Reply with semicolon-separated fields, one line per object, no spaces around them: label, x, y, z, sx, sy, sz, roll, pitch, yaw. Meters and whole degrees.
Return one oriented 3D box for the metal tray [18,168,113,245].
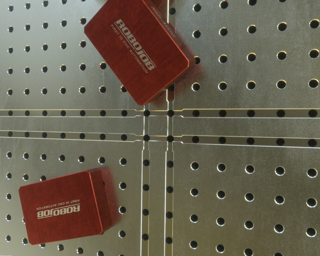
metal tray;-0.142;0.117;0.461;0.130;0.030;0.090;-15;85;19

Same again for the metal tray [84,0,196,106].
metal tray;-0.028;-0.106;0.401;0.090;0.030;0.130;-38;87;27

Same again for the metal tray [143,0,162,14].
metal tray;-0.048;-0.220;0.427;0.130;0.030;0.090;31;100;17
